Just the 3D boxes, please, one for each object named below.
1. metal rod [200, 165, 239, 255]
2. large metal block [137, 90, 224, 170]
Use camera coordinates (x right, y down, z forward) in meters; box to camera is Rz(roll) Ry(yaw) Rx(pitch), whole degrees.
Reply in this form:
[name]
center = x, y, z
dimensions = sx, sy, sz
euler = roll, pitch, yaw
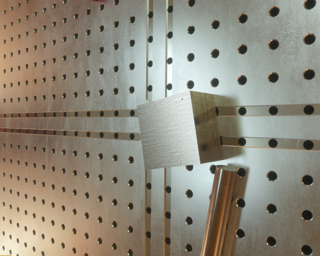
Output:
[metal rod]
center = 0.053, 0.191, 0.365
dimensions = 0.025, 0.025, 0.298
euler = 14, 99, 39
[large metal block]
center = 0.023, 0.005, 0.374
dimensions = 0.080, 0.050, 0.080
euler = -12, 82, 39
